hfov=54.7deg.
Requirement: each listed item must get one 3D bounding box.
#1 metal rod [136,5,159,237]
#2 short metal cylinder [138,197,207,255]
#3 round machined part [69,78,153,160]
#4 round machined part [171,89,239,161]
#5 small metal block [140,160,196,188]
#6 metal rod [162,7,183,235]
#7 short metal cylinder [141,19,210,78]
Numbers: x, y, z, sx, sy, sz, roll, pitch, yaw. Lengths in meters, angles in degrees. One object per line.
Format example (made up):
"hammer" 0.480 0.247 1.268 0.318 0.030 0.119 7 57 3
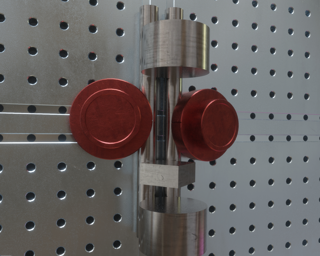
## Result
"metal rod" -0.016 -0.008 0.406 0.025 0.025 0.298 1 90 -20
"short metal cylinder" 0.015 0.115 0.366 0.081 0.080 0.050 1 90 -20
"round machined part" -0.058 -0.011 0.369 0.099 0.042 0.097 0 90 -6
"round machined part" 0.067 -0.004 0.414 0.099 0.042 0.097 0 91 -35
"small metal block" 0.010 0.055 0.378 0.050 0.050 0.025 2 89 -62
"metal rod" 0.017 -0.009 0.418 0.025 0.025 0.298 1 90 -20
"short metal cylinder" 0.018 -0.090 0.366 0.081 0.080 0.050 1 90 -20
